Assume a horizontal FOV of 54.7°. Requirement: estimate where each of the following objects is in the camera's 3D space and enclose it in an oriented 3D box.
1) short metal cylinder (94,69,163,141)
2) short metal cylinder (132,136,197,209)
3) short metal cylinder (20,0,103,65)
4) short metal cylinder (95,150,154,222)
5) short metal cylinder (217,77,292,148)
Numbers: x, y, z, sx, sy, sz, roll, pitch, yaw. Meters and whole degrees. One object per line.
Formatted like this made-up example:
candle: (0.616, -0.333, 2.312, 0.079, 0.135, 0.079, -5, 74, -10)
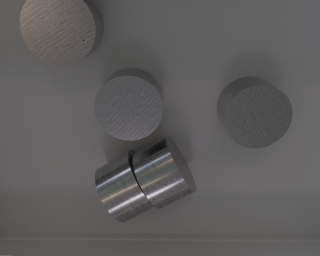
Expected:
short metal cylinder: (-0.036, -0.031, 0.386, 0.081, 0.050, 0.079, 0, 110, 0)
short metal cylinder: (0.006, 0.057, 0.403, 0.050, 0.080, 0.080, -29, 108, 10)
short metal cylinder: (-0.109, -0.116, 0.354, 0.081, 0.050, 0.079, 0, 110, 0)
short metal cylinder: (-0.041, 0.076, 0.409, 0.050, 0.080, 0.080, -30, 108, 10)
short metal cylinder: (0.117, -0.021, 0.391, 0.081, 0.050, 0.079, 0, 110, 0)
